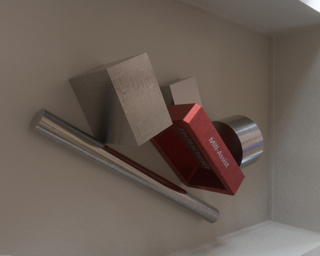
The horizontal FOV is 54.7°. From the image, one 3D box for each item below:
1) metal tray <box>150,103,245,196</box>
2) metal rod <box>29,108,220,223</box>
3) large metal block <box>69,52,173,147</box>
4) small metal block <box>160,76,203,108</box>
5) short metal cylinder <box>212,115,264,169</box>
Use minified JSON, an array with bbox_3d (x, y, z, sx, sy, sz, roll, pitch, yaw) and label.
[{"bbox_3d":[0.040,0.029,0.397,0.030,0.090,0.130,-52,121,-28],"label":"metal tray"},{"bbox_3d":[-0.020,0.063,0.390,0.301,0.025,0.025,35,68,-35],"label":"metal rod"},{"bbox_3d":[-0.043,-0.029,0.334,0.050,0.080,0.080,-33,111,-35],"label":"large metal block"},{"bbox_3d":[0.029,-0.040,0.430,0.050,0.025,0.050,-26,106,-37],"label":"small metal block"},{"bbox_3d":[0.104,0.024,0.458,0.050,0.080,0.079,-15,100,-38],"label":"short metal cylinder"}]
